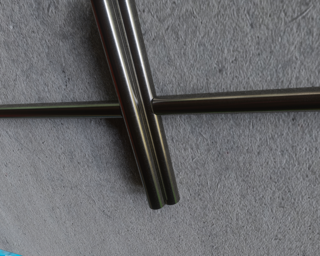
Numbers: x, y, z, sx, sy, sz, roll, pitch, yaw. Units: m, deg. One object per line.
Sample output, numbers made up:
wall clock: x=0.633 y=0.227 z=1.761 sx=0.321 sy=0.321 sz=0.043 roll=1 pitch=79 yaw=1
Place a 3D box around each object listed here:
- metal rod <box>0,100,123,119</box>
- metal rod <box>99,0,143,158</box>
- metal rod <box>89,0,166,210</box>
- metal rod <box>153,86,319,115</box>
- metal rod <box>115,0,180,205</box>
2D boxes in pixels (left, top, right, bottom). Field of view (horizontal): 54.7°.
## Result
metal rod: x=-0.181 y=-0.027 z=0.484 sx=0.301 sy=0.025 sz=0.025 roll=1 pitch=119 yaw=27
metal rod: x=-0.036 y=-0.029 z=0.409 sx=0.025 sy=0.025 sz=0.298 roll=1 pitch=119 yaw=27
metal rod: x=-0.035 y=-0.020 z=0.387 sx=0.025 sy=0.025 sz=0.298 roll=1 pitch=119 yaw=27
metal rod: x=0.130 y=-0.029 z=0.322 sx=0.300 sy=0.025 sz=0.025 roll=0 pitch=118 yaw=28
metal rod: x=-0.013 y=-0.023 z=0.400 sx=0.025 sy=0.025 sz=0.298 roll=1 pitch=119 yaw=27
